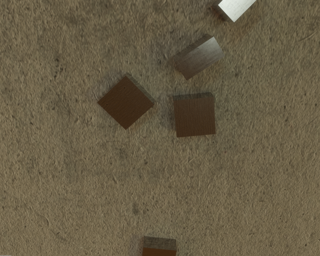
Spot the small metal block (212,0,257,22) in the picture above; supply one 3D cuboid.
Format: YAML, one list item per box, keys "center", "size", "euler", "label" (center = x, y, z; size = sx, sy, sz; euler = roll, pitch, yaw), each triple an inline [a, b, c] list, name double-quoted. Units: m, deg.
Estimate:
- center: [0.087, -0.146, 0.343]
  size: [0.025, 0.050, 0.050]
  euler: [42, 105, -14]
  label: "small metal block"

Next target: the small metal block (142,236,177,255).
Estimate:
- center: [-0.003, 0.200, 0.483]
  size: [0.050, 0.025, 0.050]
  euler: [6, 110, -3]
  label: "small metal block"

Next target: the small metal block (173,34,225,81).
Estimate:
- center: [0.044, -0.085, 0.365]
  size: [0.050, 0.050, 0.025]
  euler: [-32, 107, 11]
  label: "small metal block"

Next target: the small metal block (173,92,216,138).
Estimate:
- center: [0.044, -0.017, 0.404]
  size: [0.050, 0.025, 0.050]
  euler: [-5, 110, 2]
  label: "small metal block"

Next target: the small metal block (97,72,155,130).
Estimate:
- center: [-0.043, -0.035, 0.396]
  size: [0.050, 0.025, 0.050]
  euler: [-41, 105, 13]
  label: "small metal block"
